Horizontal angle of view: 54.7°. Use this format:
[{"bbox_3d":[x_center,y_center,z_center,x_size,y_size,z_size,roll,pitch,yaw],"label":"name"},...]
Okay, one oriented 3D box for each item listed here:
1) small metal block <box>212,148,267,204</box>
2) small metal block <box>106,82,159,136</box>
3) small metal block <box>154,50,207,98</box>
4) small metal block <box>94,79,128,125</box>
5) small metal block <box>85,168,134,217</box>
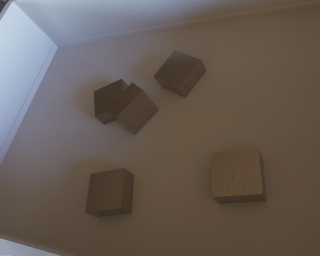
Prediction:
[{"bbox_3d":[0.083,0.052,0.330,0.050,0.025,0.050,-9,58,23],"label":"small metal block"},{"bbox_3d":[-0.036,-0.025,0.424,0.050,0.050,0.025,-47,51,-4],"label":"small metal block"},{"bbox_3d":[0.028,-0.077,0.438,0.050,0.025,0.050,30,78,37],"label":"small metal block"},{"bbox_3d":[-0.071,-0.039,0.467,0.050,0.025,0.050,-22,54,15],"label":"small metal block"},{"bbox_3d":[-0.062,0.082,0.388,0.050,0.025,0.050,-13,56,21],"label":"small metal block"}]
